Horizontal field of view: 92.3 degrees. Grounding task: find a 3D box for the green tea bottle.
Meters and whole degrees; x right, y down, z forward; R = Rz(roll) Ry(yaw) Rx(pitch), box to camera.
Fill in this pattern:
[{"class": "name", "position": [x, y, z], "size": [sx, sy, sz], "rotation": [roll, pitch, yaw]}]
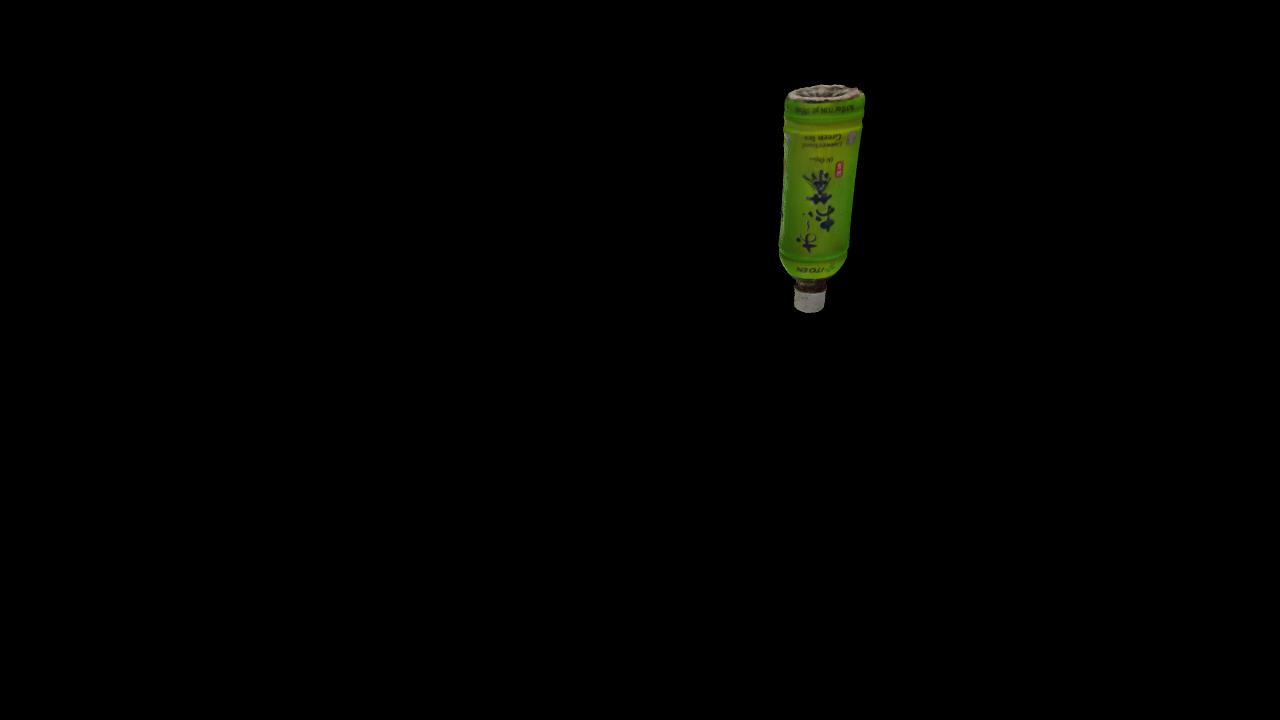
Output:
[{"class": "green tea bottle", "position": [0.170, -0.145, 0.590], "size": [0.073, 0.212, 0.073], "rotation": [-5, 31, 3]}]
